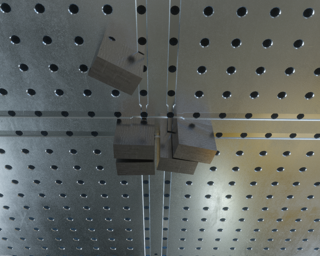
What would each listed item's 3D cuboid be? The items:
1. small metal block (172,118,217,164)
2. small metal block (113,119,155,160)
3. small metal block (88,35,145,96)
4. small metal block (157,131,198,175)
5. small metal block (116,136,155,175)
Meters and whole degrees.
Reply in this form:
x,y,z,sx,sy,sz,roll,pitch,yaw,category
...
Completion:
x,y,z,sx,sy,sz,roll,pitch,yaw,category
0.044,0.017,0.410,0.050,0.050,0.025,11,129,-10,small metal block
-0.033,0.014,0.407,0.050,0.050,0.025,2,130,-2,small metal block
-0.046,-0.068,0.336,0.050,0.050,0.025,24,126,-19,small metal block
0.023,0.034,0.424,0.050,0.050,0.025,9,130,-7,small metal block
-0.032,0.038,0.427,0.050,0.050,0.025,-1,130,0,small metal block
